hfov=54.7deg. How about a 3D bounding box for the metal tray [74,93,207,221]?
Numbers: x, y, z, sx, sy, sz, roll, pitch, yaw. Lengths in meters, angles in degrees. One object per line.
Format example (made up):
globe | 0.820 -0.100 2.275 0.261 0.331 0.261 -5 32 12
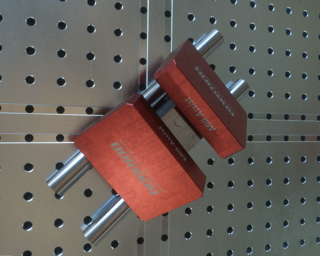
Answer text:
metal tray | -0.021 0.037 0.348 0.090 0.030 0.130 -31 105 27

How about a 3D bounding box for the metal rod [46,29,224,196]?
metal rod | -0.022 -0.029 0.406 0.301 0.025 0.025 -44 104 -15

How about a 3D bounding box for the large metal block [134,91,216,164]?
large metal block | 0.014 -0.002 0.389 0.080 0.080 0.050 -44 104 -15

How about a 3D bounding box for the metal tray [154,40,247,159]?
metal tray | 0.055 -0.037 0.376 0.130 0.030 0.090 49 31 -14

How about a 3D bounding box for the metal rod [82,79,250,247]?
metal rod | 0.018 0.037 0.421 0.301 0.025 0.025 -44 104 -15
